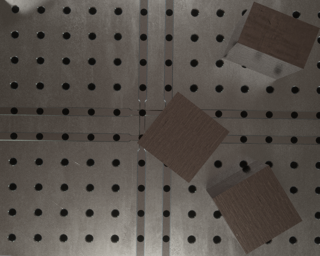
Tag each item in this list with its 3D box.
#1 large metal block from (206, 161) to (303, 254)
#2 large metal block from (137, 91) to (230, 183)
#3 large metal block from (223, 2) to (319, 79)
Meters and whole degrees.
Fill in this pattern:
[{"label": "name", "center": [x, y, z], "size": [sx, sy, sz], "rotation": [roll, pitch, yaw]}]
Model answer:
[{"label": "large metal block", "center": [0.119, 0.100, 0.403], "size": [0.080, 0.050, 0.080], "rotation": [-31, 90, 0]}, {"label": "large metal block", "center": [0.028, 0.011, 0.401], "size": [0.080, 0.050, 0.080], "rotation": [38, 90, -1]}, {"label": "large metal block", "center": [0.133, -0.104, 0.388], "size": [0.080, 0.080, 0.050], "rotation": [22, 90, -1]}]
